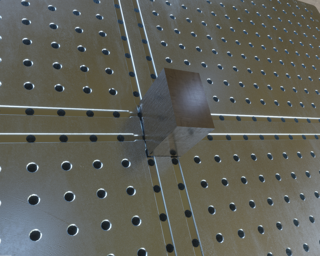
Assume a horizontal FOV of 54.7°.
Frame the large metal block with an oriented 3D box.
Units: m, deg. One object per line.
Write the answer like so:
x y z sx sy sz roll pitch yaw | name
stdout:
0.017 -0.017 0.393 0.050 0.080 0.080 3 60 -27 | large metal block
